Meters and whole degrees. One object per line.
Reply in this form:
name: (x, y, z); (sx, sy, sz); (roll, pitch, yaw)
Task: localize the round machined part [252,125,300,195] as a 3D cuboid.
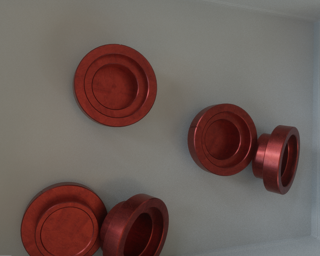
round machined part: (0.167, 0.044, 0.450); (0.099, 0.042, 0.097); (-15, 109, -50)

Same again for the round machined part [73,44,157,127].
round machined part: (-0.057, -0.050, 0.381); (0.099, 0.042, 0.097); (0, 90, -21)

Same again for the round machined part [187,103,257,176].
round machined part: (0.083, 0.016, 0.434); (0.099, 0.042, 0.097); (0, 90, -20)

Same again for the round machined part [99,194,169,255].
round machined part: (-0.034, 0.127, 0.374); (0.099, 0.042, 0.097); (-21, 116, -52)

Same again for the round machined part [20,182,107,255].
round machined part: (-0.109, 0.115, 0.362); (0.099, 0.042, 0.097); (0, 90, -21)
